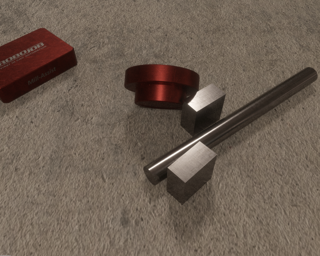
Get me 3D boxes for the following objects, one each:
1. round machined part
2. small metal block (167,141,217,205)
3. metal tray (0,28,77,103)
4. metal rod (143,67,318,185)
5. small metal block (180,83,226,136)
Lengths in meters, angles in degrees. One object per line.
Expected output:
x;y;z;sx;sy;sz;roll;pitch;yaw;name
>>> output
0.002;-0.050;0.411;0.099;0.098;0.042;4;86;3;round machined part
0.035;0.051;0.345;0.050;0.050;0.025;-36;59;-27;small metal block
-0.210;-0.102;0.483;0.090;0.030;0.131;36;58;26;metal tray
0.109;-0.013;0.415;0.302;0.025;0.025;-30;56;-23;metal rod
0.056;-0.023;0.407;0.050;0.050;0.025;-31;58;-24;small metal block
